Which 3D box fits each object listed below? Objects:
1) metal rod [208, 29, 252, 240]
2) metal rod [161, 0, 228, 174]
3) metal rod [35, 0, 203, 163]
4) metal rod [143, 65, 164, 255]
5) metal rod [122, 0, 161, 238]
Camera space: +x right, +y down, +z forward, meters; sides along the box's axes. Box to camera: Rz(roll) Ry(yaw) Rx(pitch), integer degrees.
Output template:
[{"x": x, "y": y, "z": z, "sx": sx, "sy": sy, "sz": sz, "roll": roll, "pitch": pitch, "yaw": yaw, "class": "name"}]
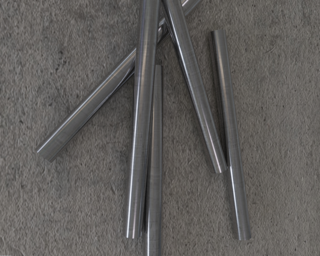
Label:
[{"x": 0.101, "y": 0.012, "z": 0.445, "sx": 0.025, "sy": 0.025, "sz": 0.298, "roll": -9, "pitch": 93, "yaw": -20, "class": "metal rod"}, {"x": 0.038, "y": -0.079, "z": 0.403, "sx": 0.025, "sy": 0.025, "sz": 0.298, "roll": -23, "pitch": 105, "yaw": -18, "class": "metal rod"}, {"x": -0.040, "y": -0.078, "z": 0.393, "sx": 0.025, "sy": 0.025, "sz": 0.300, "roll": 44, "pitch": 76, "yaw": -15, "class": "metal rod"}, {"x": -0.009, "y": 0.069, "z": 0.405, "sx": 0.025, "sy": 0.025, "sz": 0.298, "roll": 0, "pitch": 90, "yaw": -20, "class": "metal rod"}, {"x": -0.023, "y": -0.012, "z": 0.382, "sx": 0.025, "sy": 0.025, "sz": 0.298, "roll": 3, "pitch": 96, "yaw": -20, "class": "metal rod"}]
